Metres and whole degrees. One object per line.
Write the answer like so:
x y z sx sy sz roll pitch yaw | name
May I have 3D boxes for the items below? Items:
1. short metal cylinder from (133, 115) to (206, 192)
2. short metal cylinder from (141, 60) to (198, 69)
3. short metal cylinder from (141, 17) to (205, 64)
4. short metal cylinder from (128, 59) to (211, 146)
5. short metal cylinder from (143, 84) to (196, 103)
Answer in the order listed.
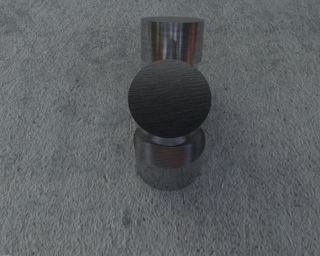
0.011 0.027 0.366 0.080 0.050 0.080 0 50 0 | short metal cylinder
0.013 -0.076 0.453 0.080 0.050 0.080 0 50 0 | short metal cylinder
0.016 -0.115 0.401 0.081 0.050 0.080 1 25 0 | short metal cylinder
0.010 -0.024 0.323 0.080 0.050 0.080 0 78 1 | short metal cylinder
0.012 -0.035 0.400 0.080 0.080 0.050 1 50 1 | short metal cylinder
